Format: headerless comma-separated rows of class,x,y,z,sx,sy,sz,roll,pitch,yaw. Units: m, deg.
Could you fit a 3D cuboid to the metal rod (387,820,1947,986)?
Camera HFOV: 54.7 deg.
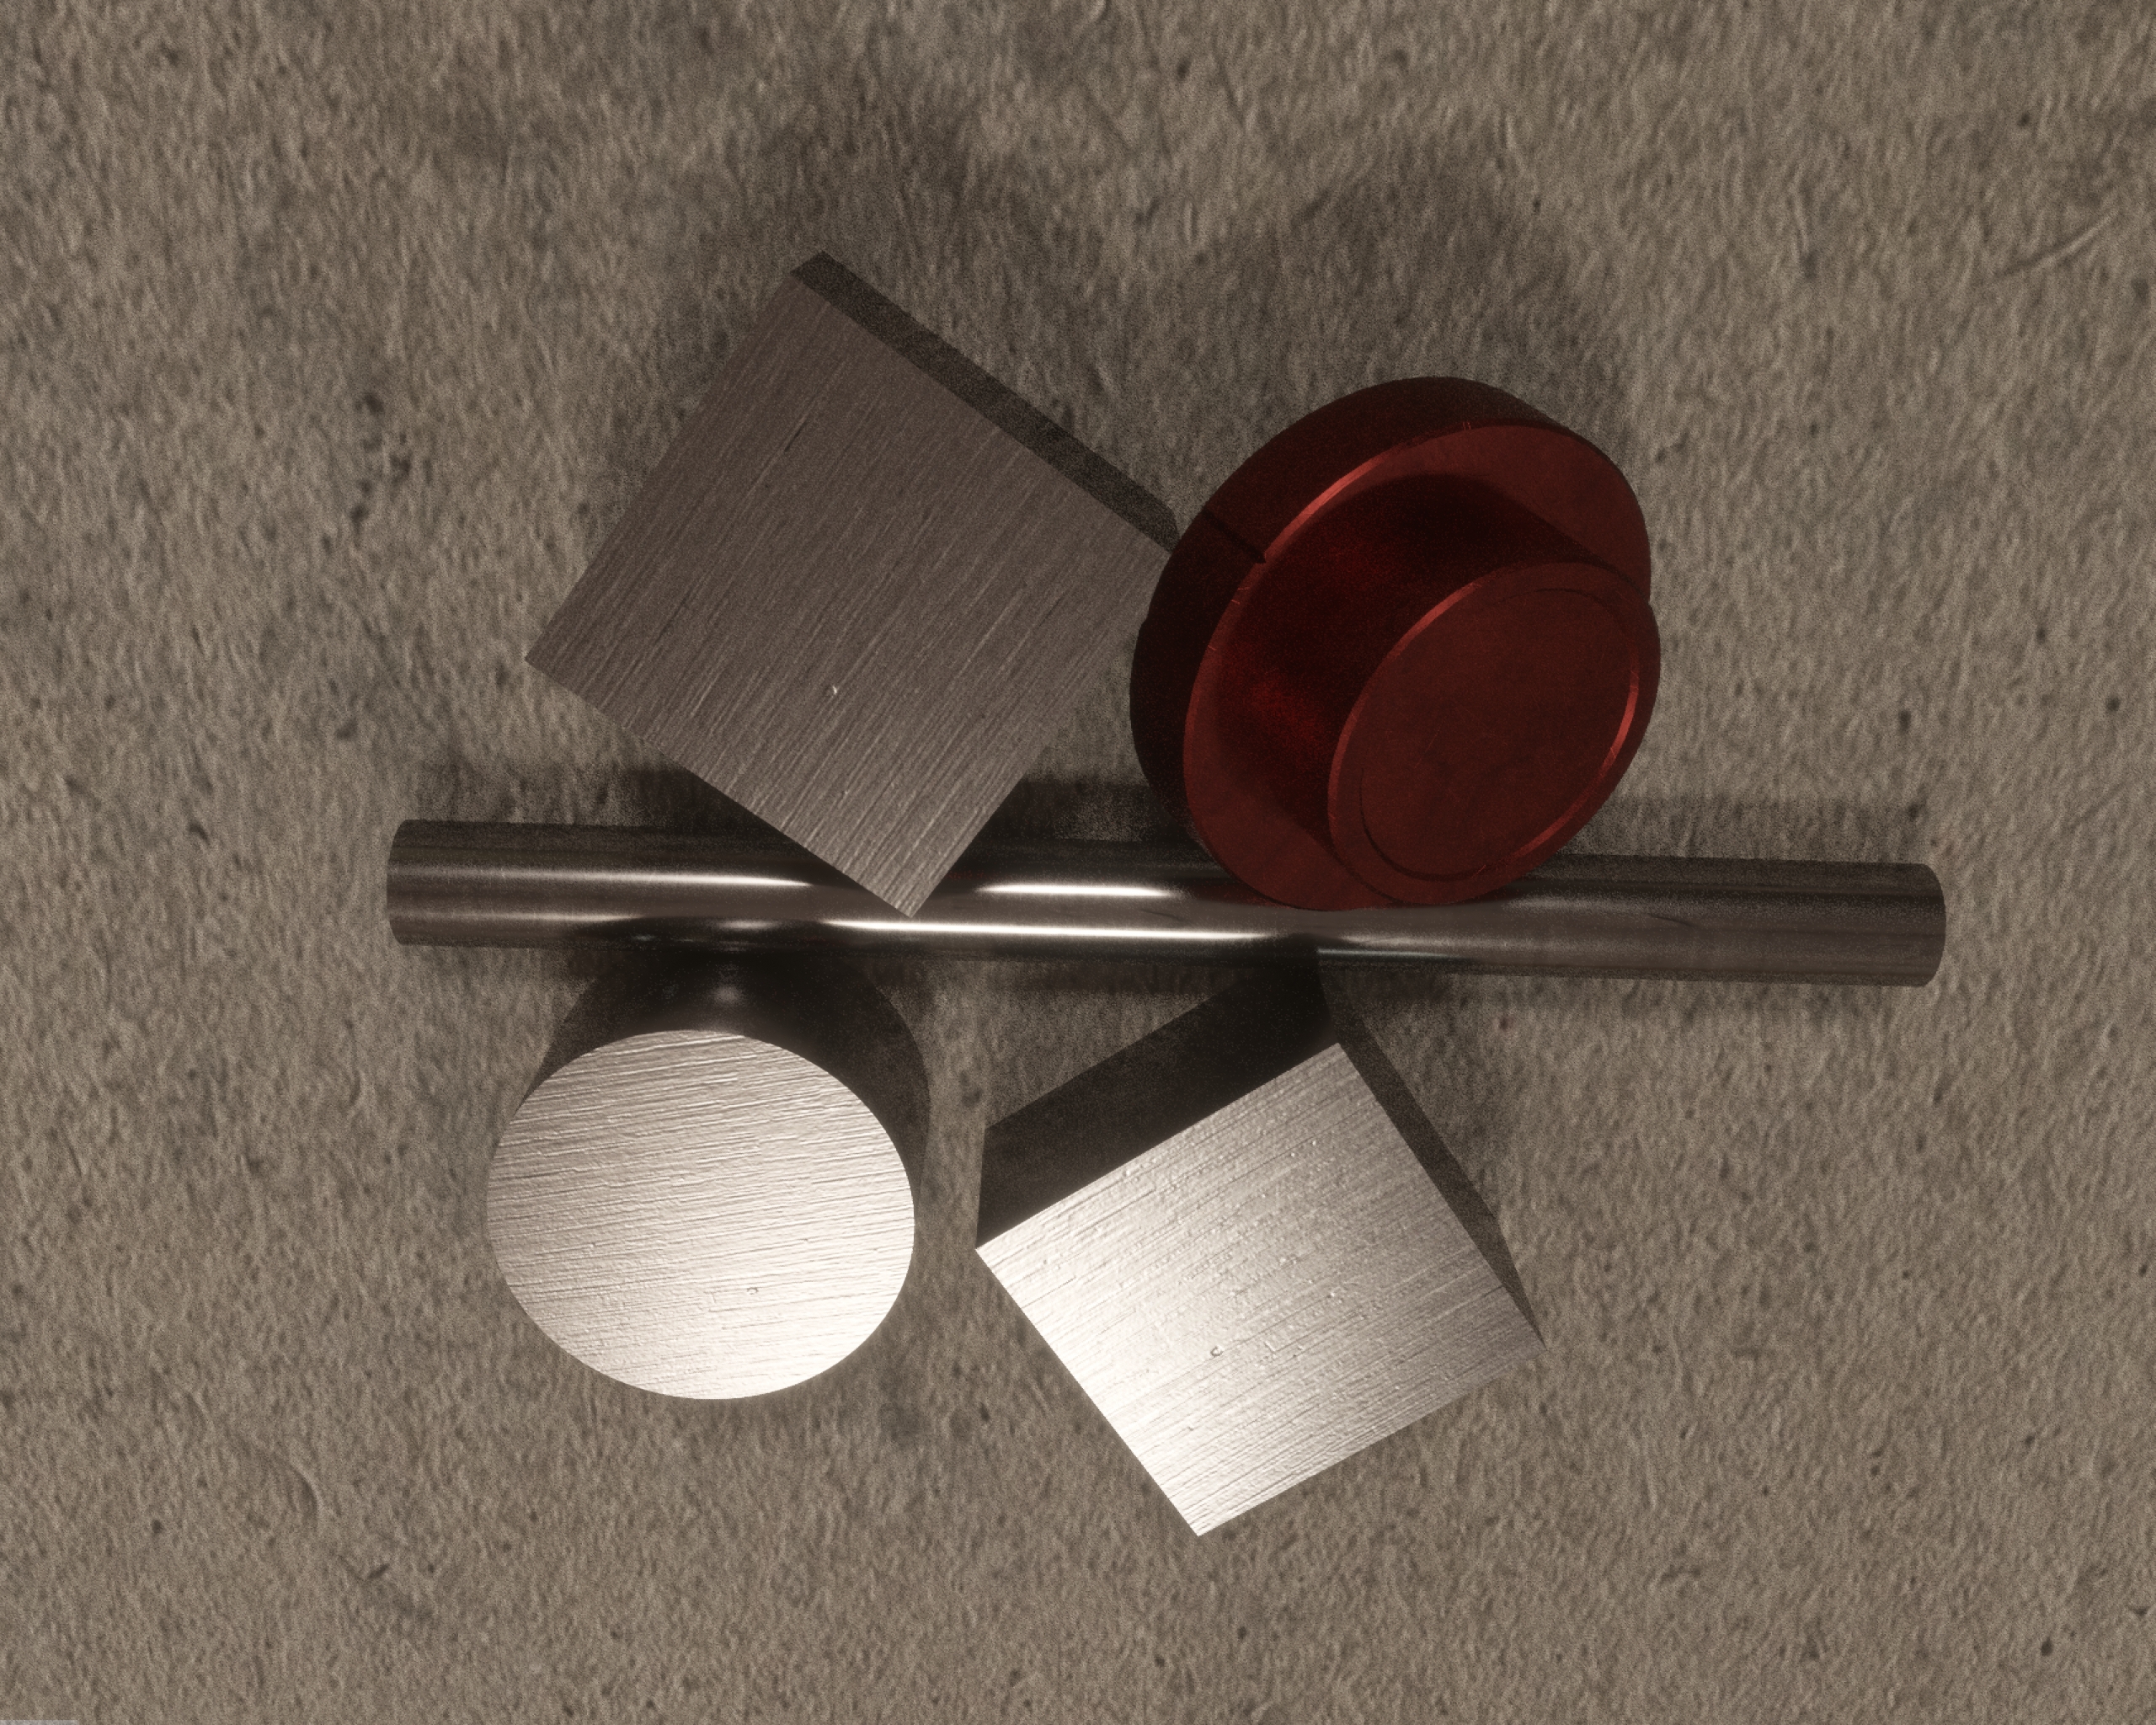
metal rod,0.018,0.008,0.415,0.302,0.025,0.025,2,110,-1

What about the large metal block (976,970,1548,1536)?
large metal block,0.036,0.076,0.426,0.080,0.050,0.080,-31,108,10

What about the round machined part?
round machined part,0.062,-0.031,0.366,0.099,0.042,0.097,-17,130,-22

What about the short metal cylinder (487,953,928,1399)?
short metal cylinder,-0.071,0.059,0.418,0.081,0.050,0.079,0,110,-1

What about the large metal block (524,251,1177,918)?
large metal block,-0.038,-0.051,0.376,0.080,0.050,0.080,35,106,-12
